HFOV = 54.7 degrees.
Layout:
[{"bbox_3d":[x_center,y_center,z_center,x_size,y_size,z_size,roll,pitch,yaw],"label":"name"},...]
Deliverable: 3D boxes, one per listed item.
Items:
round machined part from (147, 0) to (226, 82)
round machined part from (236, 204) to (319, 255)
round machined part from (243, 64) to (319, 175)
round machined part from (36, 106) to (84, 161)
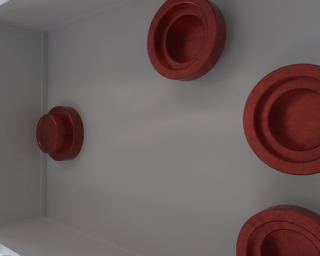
[{"bbox_3d":[0.035,-0.104,0.367,0.098,0.042,0.097,0,90,40],"label":"round machined part"},{"bbox_3d":[0.126,0.121,0.291,0.098,0.042,0.097,0,90,40],"label":"round machined part"},{"bbox_3d":[0.132,-0.008,0.287,0.098,0.042,0.097,0,90,40],"label":"round machined part"},{"bbox_3d":[-0.182,0.010,0.546,0.098,0.042,0.097,0,90,40],"label":"round machined part"}]
